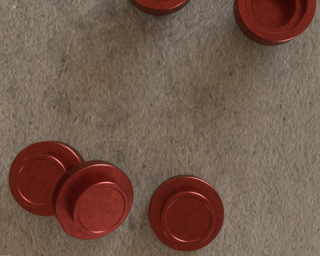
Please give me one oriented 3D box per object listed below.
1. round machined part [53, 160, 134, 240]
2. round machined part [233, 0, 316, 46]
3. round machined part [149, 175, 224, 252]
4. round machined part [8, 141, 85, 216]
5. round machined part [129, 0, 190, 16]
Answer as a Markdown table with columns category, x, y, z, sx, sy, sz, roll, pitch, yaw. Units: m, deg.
| category | x | y | z | sx | sy | sz | roll | pitch | yaw |
| --- | --- | --- | --- | --- | --- | --- | --- | --- | --- |
| round machined part | -0.077 | 0.092 | 0.379 | 0.099 | 0.042 | 0.097 | -7 | 104 | -28 |
| round machined part | 0.144 | -0.155 | 0.403 | 0.099 | 0.042 | 0.097 | 0 | 90 | -1 |
| round machined part | 0.034 | 0.112 | 0.402 | 0.099 | 0.042 | 0.097 | 0 | 90 | -1 |
| round machined part | -0.147 | 0.066 | 0.400 | 0.099 | 0.042 | 0.097 | 0 | 90 | -1 |
| round machined part | -0.001 | -0.194 | 0.401 | 0.099 | 0.042 | 0.097 | 0 | 90 | -1 |
